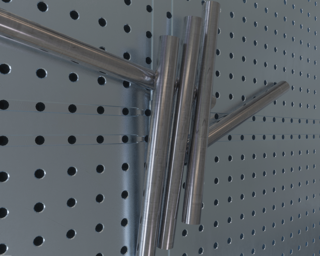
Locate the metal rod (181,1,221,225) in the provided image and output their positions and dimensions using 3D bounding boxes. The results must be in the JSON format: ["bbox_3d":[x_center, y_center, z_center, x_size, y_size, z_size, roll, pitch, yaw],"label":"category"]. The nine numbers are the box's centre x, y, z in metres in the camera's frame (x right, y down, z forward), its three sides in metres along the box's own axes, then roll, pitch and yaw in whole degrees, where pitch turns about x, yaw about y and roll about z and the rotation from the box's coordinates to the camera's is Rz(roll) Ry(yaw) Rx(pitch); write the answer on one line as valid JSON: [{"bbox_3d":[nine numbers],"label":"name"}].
[{"bbox_3d":[0.056,-0.024,0.420,0.025,0.025,0.299,10,83,-40],"label":"metal rod"}]

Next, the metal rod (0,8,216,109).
[{"bbox_3d":[-0.038,-0.069,0.375,0.302,0.025,0.025,15,81,-39],"label":"metal rod"}]

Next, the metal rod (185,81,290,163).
[{"bbox_3d":[0.137,-0.022,0.521,0.302,0.025,0.025,-29,108,-36],"label":"metal rod"}]

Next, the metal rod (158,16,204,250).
[{"bbox_3d":[0.024,0.009,0.404,0.025,0.025,0.298,4,95,-40],"label":"metal rod"}]

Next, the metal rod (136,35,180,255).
[{"bbox_3d":[-0.005,0.039,0.384,0.025,0.025,0.298,4,94,-40],"label":"metal rod"}]
